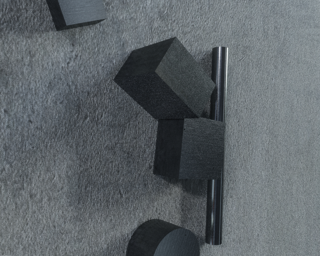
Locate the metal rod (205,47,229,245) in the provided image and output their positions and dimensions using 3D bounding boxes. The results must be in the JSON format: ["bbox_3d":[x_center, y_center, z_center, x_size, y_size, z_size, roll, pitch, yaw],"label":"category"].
[{"bbox_3d":[0.088,0.026,0.478,0.025,0.025,0.298,4,88,-40],"label":"metal rod"}]

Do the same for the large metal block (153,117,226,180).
[{"bbox_3d":[0.041,0.027,0.423,0.081,0.050,0.080,9,84,-40],"label":"large metal block"}]

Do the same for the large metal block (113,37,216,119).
[{"bbox_3d":[0.005,-0.055,0.373,0.080,0.080,0.050,43,64,-32],"label":"large metal block"}]

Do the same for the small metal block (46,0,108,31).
[{"bbox_3d":[-0.090,-0.135,0.329,0.050,0.025,0.050,-27,107,-37],"label":"small metal block"}]

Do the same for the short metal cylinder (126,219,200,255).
[{"bbox_3d":[0.004,0.161,0.392,0.081,0.050,0.080,0,90,-40],"label":"short metal cylinder"}]
